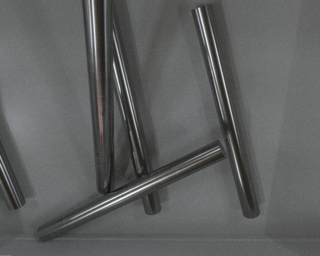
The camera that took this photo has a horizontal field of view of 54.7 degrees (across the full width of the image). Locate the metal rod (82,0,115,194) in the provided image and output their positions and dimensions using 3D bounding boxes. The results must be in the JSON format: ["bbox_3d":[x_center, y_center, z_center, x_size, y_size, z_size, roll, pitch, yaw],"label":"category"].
[{"bbox_3d":[-0.063,-0.021,0.339,0.025,0.025,0.298,5,134,-2],"label":"metal rod"}]

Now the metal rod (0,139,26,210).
[{"bbox_3d":[-0.238,-0.025,0.398,0.025,0.025,0.298,-11,110,4],"label":"metal rod"}]

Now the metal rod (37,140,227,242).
[{"bbox_3d":[-0.050,0.093,0.422,0.300,0.025,0.025,-28,108,18],"label":"metal rod"}]

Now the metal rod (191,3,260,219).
[{"bbox_3d":[0.092,-0.007,0.409,0.025,0.025,0.298,-16,110,5],"label":"metal rod"}]

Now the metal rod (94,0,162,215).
[{"bbox_3d":[-0.039,-0.016,0.404,0.025,0.025,0.298,-11,110,3],"label":"metal rod"}]
